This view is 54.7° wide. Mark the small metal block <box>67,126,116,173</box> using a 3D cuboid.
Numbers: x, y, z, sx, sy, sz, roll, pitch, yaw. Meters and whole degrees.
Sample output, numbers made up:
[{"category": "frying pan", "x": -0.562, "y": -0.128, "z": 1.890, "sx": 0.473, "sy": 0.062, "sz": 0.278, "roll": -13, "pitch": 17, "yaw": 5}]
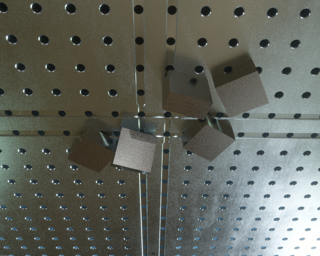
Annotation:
[{"category": "small metal block", "x": -0.094, "y": 0.031, "z": 0.437, "sx": 0.050, "sy": 0.025, "sz": 0.050, "roll": 30, "pitch": 124, "yaw": -23}]

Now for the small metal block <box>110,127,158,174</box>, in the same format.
[{"category": "small metal block", "x": -0.035, "y": 0.032, "z": 0.418, "sx": 0.050, "sy": 0.050, "sz": 0.025, "roll": 16, "pitch": 162, "yaw": -14}]

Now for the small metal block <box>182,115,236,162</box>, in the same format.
[{"category": "small metal block", "x": 0.066, "y": 0.013, "z": 0.424, "sx": 0.050, "sy": 0.025, "sz": 0.050, "roll": 27, "pitch": 125, "yaw": -22}]

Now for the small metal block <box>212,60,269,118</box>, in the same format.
[{"category": "small metal block", "x": 0.097, "y": -0.046, "z": 0.374, "sx": 0.050, "sy": 0.025, "sz": 0.050, "roll": -22, "pitch": 127, "yaw": 17}]

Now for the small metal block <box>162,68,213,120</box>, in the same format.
[{"category": "small metal block", "x": 0.030, "y": -0.040, "z": 0.362, "sx": 0.050, "sy": 0.050, "sz": 0.025, "roll": 14, "pitch": 129, "yaw": -12}]
